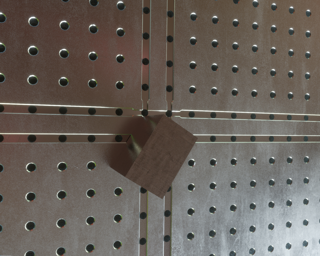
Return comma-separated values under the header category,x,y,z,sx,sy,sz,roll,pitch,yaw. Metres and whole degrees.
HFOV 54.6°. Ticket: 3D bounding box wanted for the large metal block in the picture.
category,x,y,z,sx,sy,sz,roll,pitch,yaw
large metal block,-0.010,0.031,0.379,0.050,0.080,0.080,35,79,-17
